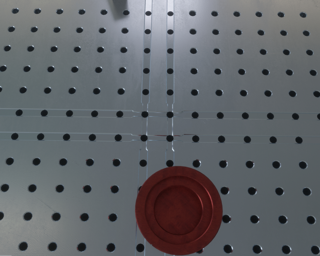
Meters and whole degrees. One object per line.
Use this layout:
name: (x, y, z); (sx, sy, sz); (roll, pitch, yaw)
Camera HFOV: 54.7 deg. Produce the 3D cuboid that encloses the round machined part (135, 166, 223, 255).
round machined part: (0.021, 0.097, 0.367); (0.099, 0.042, 0.098); (0, 70, 0)
